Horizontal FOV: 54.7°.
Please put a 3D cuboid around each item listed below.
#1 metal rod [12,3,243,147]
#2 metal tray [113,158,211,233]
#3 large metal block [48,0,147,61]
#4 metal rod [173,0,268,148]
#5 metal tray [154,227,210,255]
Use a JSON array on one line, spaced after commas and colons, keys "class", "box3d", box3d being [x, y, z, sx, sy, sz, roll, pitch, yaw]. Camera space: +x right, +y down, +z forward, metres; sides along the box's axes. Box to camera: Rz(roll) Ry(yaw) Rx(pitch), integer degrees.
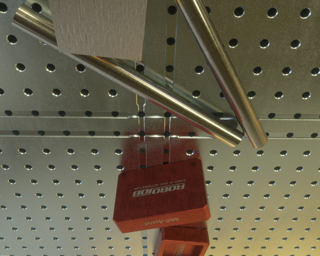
[{"class": "metal rod", "box3d": [-0.020, -0.050, 0.368, 0.301, 0.025, 0.025, 28, 125, -22]}, {"class": "metal tray", "box3d": [0.002, 0.097, 0.451, 0.131, 0.090, 0.030, -11, 129, 9]}, {"class": "large metal block", "box3d": [-0.053, -0.113, 0.285, 0.081, 0.050, 0.080, 5, 146, -5]}, {"class": "metal rod", "box3d": [0.062, -0.080, 0.344, 0.025, 0.025, 0.300, -24, 127, 19]}, {"class": "metal tray", "box3d": [0.039, 0.247, 0.619, 0.091, 0.030, 0.129, 6, 130, -6]}]
